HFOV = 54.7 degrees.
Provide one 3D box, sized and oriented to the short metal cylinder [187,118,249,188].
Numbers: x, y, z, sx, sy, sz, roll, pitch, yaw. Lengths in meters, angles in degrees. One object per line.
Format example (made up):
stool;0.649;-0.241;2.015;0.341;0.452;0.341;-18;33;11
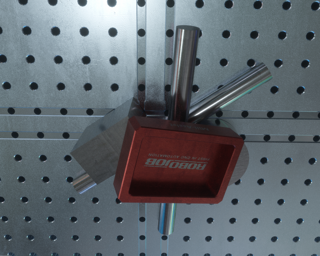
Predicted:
short metal cylinder;0.072;0.033;0.412;0.081;0.050;0.079;0;110;-1

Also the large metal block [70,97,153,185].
large metal block;-0.055;0.013;0.387;0.080;0.080;0.050;-32;107;11

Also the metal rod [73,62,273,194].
metal rod;0.009;0.006;0.416;0.300;0.025;0.025;-32;107;10

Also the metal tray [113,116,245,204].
metal tray;0.021;0.040;0.350;0.131;0.030;0.089;7;111;-23

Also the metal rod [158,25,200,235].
metal rod;0.019;0.024;0.398;0.025;0.025;0.298;3;119;-2
